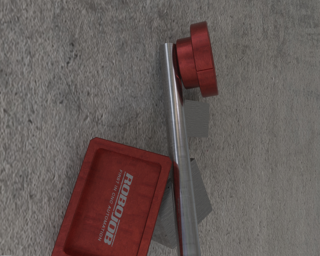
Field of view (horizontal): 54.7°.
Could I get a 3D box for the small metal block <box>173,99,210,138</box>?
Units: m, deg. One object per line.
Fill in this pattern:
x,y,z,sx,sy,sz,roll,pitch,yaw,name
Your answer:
0.043,-0.012,0.441,0.050,0.025,0.050,4,87,-40,small metal block

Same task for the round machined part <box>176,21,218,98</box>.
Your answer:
0.049,-0.088,0.414,0.098,0.042,0.097,-10,91,-78,round machined part

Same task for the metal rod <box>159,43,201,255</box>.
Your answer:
0.023,0.034,0.366,0.025,0.025,0.299,12,65,-39,metal rod

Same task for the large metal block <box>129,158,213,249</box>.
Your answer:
0.014,0.092,0.400,0.081,0.050,0.080,-32,110,-35,large metal block

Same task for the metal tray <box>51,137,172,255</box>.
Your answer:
-0.047,0.084,0.328,0.090,0.030,0.130,15,77,3,metal tray
